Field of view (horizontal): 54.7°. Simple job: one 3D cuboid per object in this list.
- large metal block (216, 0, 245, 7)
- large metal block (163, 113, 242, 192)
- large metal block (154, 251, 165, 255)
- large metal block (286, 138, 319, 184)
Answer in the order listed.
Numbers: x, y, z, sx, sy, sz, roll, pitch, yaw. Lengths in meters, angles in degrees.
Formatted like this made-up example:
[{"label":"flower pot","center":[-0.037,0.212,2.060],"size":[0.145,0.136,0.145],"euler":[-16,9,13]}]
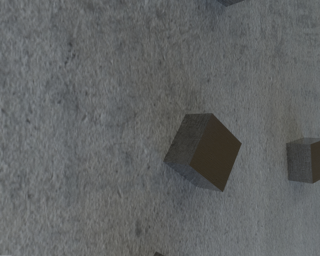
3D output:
[{"label":"large metal block","center":[0.102,-0.247,0.476],"size":[0.081,0.050,0.080],"euler":[13,82,-40]},{"label":"large metal block","center":[0.063,0.035,0.444],"size":[0.080,0.050,0.080],"euler":[40,65,-33]},{"label":"large metal block","center":[0.015,0.223,0.404],"size":[0.080,0.050,0.080],"euler":[47,62,-30]},{"label":"large metal block","center":[0.314,0.066,0.656],"size":[0.081,0.050,0.079],"euler":[-10,96,-40]}]
